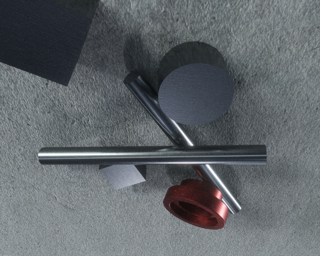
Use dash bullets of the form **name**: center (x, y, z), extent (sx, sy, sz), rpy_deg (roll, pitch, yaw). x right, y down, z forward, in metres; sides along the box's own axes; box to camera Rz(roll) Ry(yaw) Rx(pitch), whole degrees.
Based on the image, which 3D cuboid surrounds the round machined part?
- **round machined part**: center (0.058, 0.114, 0.478), extent (0.098, 0.042, 0.098), rpy_deg (18, 147, 13)

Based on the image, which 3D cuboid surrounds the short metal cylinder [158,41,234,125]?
- **short metal cylinder**: center (0.038, -0.050, 0.349), extent (0.081, 0.050, 0.079), rpy_deg (0, 130, 0)

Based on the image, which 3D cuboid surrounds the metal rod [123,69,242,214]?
- **metal rod**: center (0.047, 0.037, 0.439), extent (0.025, 0.025, 0.300), rpy_deg (-25, 126, 20)

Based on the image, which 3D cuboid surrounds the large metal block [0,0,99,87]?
- **large metal block**: center (-0.115, -0.099, 0.305), extent (0.080, 0.050, 0.079), rpy_deg (20, 127, -17)

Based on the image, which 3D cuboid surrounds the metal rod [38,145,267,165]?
- **metal rod**: center (-0.017, 0.036, 0.412), extent (0.301, 0.025, 0.025), rpy_deg (-1, 131, 10)

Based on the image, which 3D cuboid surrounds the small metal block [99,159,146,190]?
- **small metal block**: center (-0.054, 0.061, 0.458), extent (0.050, 0.025, 0.050), rpy_deg (-20, 128, 15)
